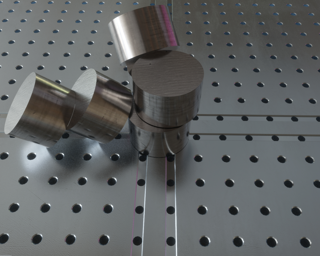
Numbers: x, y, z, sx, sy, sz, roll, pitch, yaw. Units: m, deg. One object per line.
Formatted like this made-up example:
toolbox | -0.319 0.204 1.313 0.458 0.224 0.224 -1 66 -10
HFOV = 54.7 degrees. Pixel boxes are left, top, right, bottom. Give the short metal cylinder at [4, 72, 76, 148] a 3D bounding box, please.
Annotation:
short metal cylinder | -0.147 -0.021 0.380 0.050 0.080 0.080 26 39 -35

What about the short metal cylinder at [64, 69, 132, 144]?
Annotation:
short metal cylinder | -0.079 -0.026 0.384 0.050 0.080 0.080 26 39 -35

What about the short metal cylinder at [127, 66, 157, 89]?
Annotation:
short metal cylinder | -0.005 -0.071 0.450 0.081 0.050 0.080 0 50 0

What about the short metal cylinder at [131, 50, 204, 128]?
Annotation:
short metal cylinder | 0.009 -0.047 0.363 0.081 0.050 0.080 0 50 0

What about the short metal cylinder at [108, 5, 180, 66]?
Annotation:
short metal cylinder | -0.020 -0.116 0.395 0.081 0.080 0.050 -19 96 -15

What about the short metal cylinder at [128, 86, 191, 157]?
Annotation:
short metal cylinder | -0.001 -0.009 0.398 0.081 0.050 0.080 0 50 0
